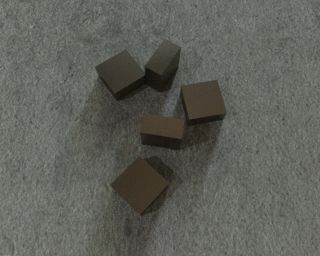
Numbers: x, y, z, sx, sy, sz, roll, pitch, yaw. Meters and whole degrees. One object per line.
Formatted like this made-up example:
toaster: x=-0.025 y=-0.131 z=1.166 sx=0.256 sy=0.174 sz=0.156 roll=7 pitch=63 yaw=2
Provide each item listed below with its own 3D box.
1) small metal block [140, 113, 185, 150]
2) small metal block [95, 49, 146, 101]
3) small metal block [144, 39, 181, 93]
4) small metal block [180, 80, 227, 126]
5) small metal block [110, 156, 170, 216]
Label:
small metal block: x=0.003 y=0.006 z=0.393 sx=0.050 sy=0.050 sz=0.025 roll=9 pitch=71 yaw=3
small metal block: x=-0.054 y=-0.074 z=0.435 sx=0.050 sy=0.025 sz=0.050 roll=-34 pitch=74 yaw=-12
small metal block: x=0.004 y=-0.085 z=0.426 sx=0.025 sy=0.050 sz=0.050 roll=30 pitch=73 yaw=10
small metal block: x=0.058 y=-0.034 z=0.421 sx=0.050 sy=0.025 sz=0.050 roll=-10 pitch=70 yaw=-4
small metal block: x=-0.024 y=0.071 z=0.382 sx=0.050 sy=0.025 sz=0.050 roll=41 pitch=75 yaw=13
